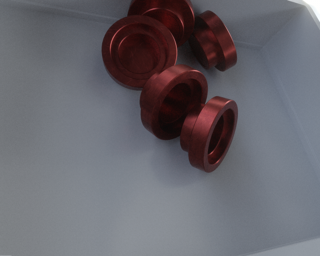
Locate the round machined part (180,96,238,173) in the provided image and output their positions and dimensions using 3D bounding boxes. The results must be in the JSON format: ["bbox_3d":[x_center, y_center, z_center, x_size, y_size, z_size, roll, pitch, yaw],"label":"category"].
[{"bbox_3d":[0.061,0.005,0.403,0.042,0.097,0.099,20,44,29],"label":"round machined part"}]

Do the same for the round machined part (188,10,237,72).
[{"bbox_3d":[0.078,-0.133,0.497,0.042,0.098,0.098,-30,76,-1],"label":"round machined part"}]

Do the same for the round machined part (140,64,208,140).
[{"bbox_3d":[0.013,-0.036,0.399,0.099,0.097,0.042,-22,44,-36],"label":"round machined part"}]

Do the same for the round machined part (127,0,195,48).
[{"bbox_3d":[0.001,-0.152,0.451,0.099,0.097,0.042,20,46,-17],"label":"round machined part"}]

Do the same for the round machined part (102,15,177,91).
[{"bbox_3d":[-0.029,-0.099,0.423,0.099,0.042,0.097,1,85,-8],"label":"round machined part"}]
